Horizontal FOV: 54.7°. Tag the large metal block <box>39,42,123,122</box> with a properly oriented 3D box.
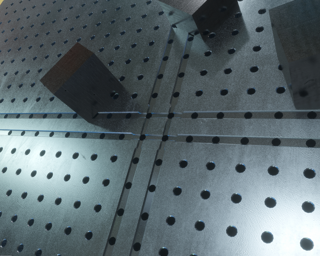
[{"bbox_3d":[-0.118,-0.069,0.475,0.080,0.080,0.050,-48,52,-6],"label":"large metal block"}]

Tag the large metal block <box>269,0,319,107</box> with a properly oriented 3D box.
[{"bbox_3d":[0.160,-0.083,0.340,0.050,0.080,0.080,-16,55,19],"label":"large metal block"}]

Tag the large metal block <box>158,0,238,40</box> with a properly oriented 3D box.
[{"bbox_3d":[0.059,-0.195,0.480,0.080,0.050,0.080,-46,51,-4],"label":"large metal block"}]
